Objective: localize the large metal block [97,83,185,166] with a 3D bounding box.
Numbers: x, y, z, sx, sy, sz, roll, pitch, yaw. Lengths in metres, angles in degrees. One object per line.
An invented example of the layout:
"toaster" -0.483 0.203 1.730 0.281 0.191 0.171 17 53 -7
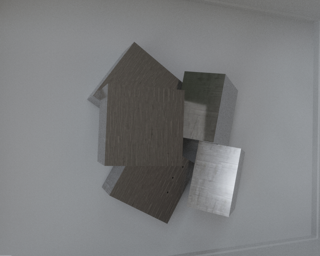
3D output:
"large metal block" -0.022 -0.001 0.334 0.081 0.050 0.080 3 88 -19

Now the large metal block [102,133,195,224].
"large metal block" -0.014 0.060 0.389 0.080 0.050 0.080 31 80 -18

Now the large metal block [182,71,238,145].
"large metal block" 0.061 -0.021 0.397 0.080 0.050 0.080 19 81 -65

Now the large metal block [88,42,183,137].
"large metal block" -0.030 -0.045 0.386 0.080 0.050 0.080 38 78 -17

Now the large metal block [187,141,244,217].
"large metal block" 0.076 0.064 0.402 0.050 0.080 0.080 10 86 19
